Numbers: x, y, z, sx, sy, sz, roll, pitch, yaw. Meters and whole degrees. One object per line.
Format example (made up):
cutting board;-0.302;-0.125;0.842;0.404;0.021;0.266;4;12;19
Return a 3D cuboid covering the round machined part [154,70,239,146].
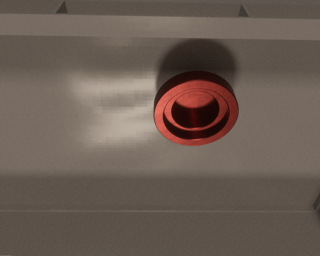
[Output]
round machined part;0.042;-0.027;0.375;0.099;0.042;0.097;-1;130;0
